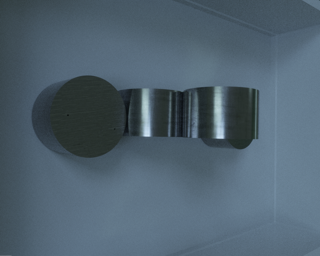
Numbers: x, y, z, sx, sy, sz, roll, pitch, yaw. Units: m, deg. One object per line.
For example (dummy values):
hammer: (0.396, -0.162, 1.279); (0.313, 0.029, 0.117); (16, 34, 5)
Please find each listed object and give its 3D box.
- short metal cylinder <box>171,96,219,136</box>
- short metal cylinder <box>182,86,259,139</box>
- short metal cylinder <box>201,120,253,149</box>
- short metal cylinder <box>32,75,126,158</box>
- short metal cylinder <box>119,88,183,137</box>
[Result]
short metal cylinder: (0.052, -0.013, 0.411); (0.081, 0.080, 0.050); (2, 89, -40)
short metal cylinder: (0.065, -0.014, 0.333); (0.081, 0.080, 0.050); (2, 89, -40)
short metal cylinder: (0.103, -0.009, 0.475); (0.081, 0.050, 0.080); (0, 90, -40)
short metal cylinder: (-0.082, -0.011, 0.319); (0.081, 0.050, 0.080); (0, 90, -40)
short metal cylinder: (-0.010, -0.015, 0.360); (0.081, 0.080, 0.050); (2, 89, -40)
